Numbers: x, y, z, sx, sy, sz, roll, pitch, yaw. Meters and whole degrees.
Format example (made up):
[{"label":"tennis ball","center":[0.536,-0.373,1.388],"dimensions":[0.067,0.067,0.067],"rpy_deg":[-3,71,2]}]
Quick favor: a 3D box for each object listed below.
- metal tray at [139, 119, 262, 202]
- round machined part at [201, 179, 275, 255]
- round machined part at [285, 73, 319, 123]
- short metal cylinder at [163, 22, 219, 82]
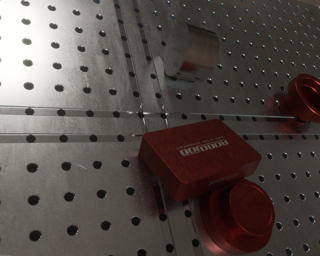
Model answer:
[{"label":"metal tray","center":[0.051,0.034,0.390],"dimensions":[0.131,0.030,0.090],"rpy_deg":[-11,42,-33]},{"label":"round machined part","center":[0.104,0.105,0.391],"dimensions":[0.099,0.042,0.098],"rpy_deg":[14,56,-21]},{"label":"round machined part","center":[0.277,-0.051,0.581],"dimensions":[0.099,0.042,0.098],"rpy_deg":[14,56,-21]},{"label":"short metal cylinder","center":[0.045,-0.113,0.468],"dimensions":[0.050,0.080,0.080],"rpy_deg":[8,58,-24]}]
